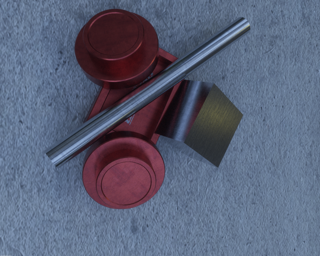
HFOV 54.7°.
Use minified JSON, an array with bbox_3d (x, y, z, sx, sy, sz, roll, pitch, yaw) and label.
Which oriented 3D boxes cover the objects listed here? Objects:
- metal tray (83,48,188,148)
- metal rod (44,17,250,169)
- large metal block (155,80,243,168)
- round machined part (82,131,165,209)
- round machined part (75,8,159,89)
[{"bbox_3d":[-0.029,-0.043,0.397,0.090,0.030,0.130,26,81,-18],"label":"metal tray"},{"bbox_3d":[-0.002,-0.052,0.378,0.301,0.025,0.025,-37,102,-16],"label":"metal rod"},{"bbox_3d":[0.053,-0.005,0.402,0.080,0.050,0.080,36,77,-41],"label":"large metal block"},{"bbox_3d":[-0.041,0.056,0.368,0.099,0.042,0.097,-4,111,-11],"label":"round machined part"},{"bbox_3d":[-0.051,-0.098,0.361,0.099,0.042,0.098,0,71,1],"label":"round machined part"}]
